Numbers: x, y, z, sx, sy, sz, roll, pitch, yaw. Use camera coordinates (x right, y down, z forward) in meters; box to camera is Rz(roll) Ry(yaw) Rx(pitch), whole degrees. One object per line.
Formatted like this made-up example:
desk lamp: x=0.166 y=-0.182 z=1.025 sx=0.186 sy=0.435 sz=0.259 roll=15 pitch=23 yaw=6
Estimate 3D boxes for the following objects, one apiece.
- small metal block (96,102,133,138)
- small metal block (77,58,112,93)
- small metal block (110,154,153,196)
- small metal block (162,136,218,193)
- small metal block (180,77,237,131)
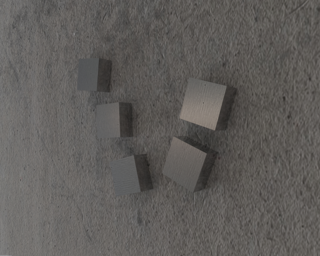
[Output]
small metal block: x=-0.068 y=-0.011 z=0.461 sx=0.050 sy=0.025 sz=0.050 roll=-4 pitch=88 yaw=40
small metal block: x=-0.105 y=-0.083 z=0.491 sx=0.050 sy=0.025 sz=0.050 roll=9 pitch=96 yaw=39
small metal block: x=-0.041 y=0.067 z=0.439 sx=0.050 sy=0.025 sz=0.050 roll=-19 pitch=78 yaw=38
small metal block: x=0.035 y=0.042 z=0.376 sx=0.050 sy=0.025 sz=0.050 roll=27 pitch=107 yaw=36
small metal block: x=0.055 y=-0.028 z=0.359 sx=0.050 sy=0.025 sz=0.050 roll=21 pitch=104 yaw=38
